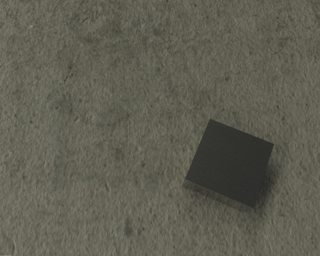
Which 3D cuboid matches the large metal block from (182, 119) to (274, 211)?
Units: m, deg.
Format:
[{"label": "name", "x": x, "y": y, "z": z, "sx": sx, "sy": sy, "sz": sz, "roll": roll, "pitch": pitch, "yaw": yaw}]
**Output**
[{"label": "large metal block", "x": 0.081, "y": 0.046, "z": 0.379, "sx": 0.080, "sy": 0.050, "sz": 0.080, "roll": 22, "pitch": 71, "yaw": 7}]
